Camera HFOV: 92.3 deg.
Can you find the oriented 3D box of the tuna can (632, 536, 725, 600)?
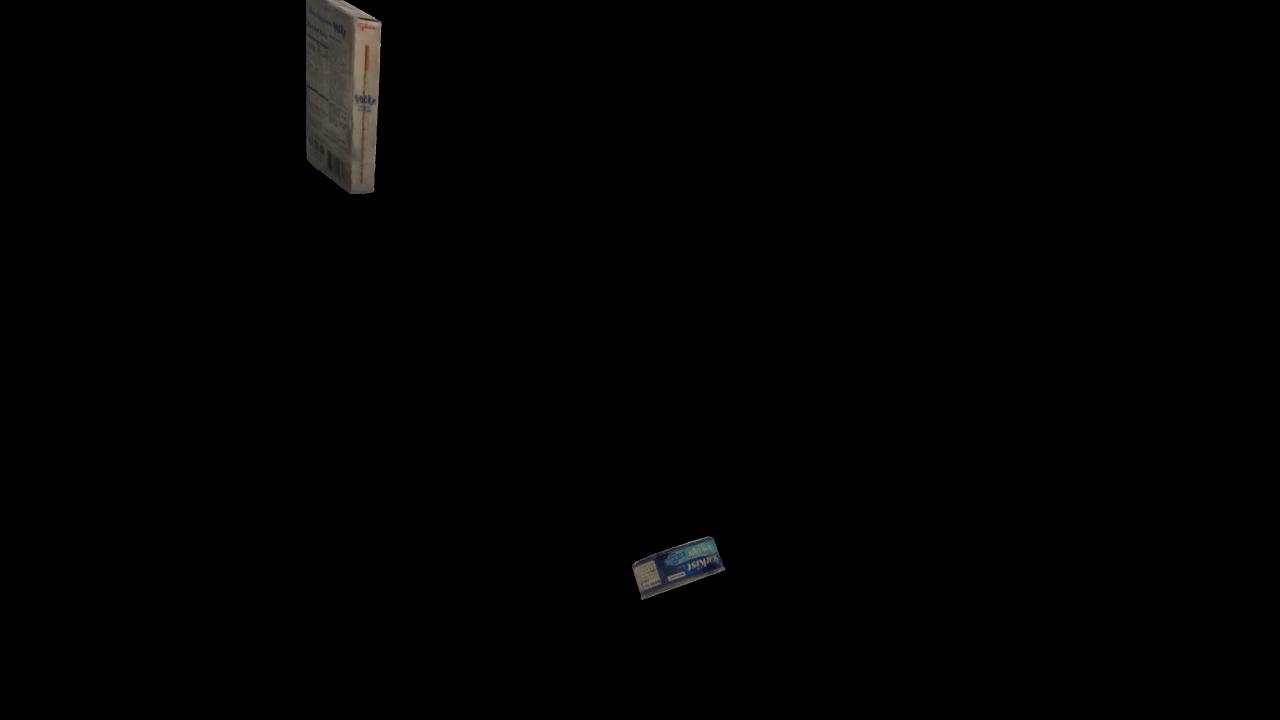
[{"bbox_3d":[0.036,0.195,0.580,0.084,0.034,0.084,-17,-20,-6],"label":"tuna can"}]

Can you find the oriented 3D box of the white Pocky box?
[{"bbox_3d":[-0.273,-0.240,0.561,0.084,0.154,0.028,37,36,26],"label":"white Pocky box"}]
